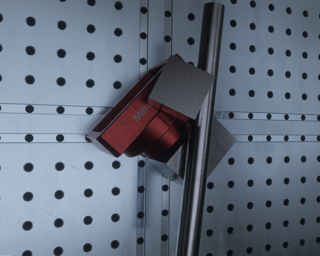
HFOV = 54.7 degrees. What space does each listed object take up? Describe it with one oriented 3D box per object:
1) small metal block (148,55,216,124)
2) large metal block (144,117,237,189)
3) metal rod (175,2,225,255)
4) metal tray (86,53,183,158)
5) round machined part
[{"bbox_3d":[0.021,-0.039,0.317,0.050,0.025,0.050,26,79,0],"label":"small metal block"},{"bbox_3d":[0.036,0.027,0.395,0.050,0.080,0.080,45,76,-15],"label":"large metal block"},{"bbox_3d":[0.044,0.011,0.345,0.025,0.025,0.298,7,88,-20],"label":"metal rod"},{"bbox_3d":[-0.027,-0.026,0.369,0.030,0.090,0.130,45,76,-15],"label":"metal tray"},{"bbox_3d":[-0.005,-0.001,0.377,0.042,0.098,0.098,44,76,-15],"label":"round machined part"}]
